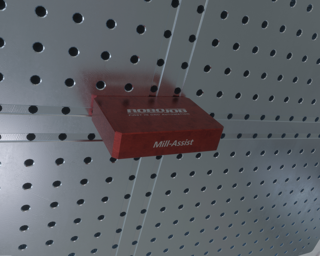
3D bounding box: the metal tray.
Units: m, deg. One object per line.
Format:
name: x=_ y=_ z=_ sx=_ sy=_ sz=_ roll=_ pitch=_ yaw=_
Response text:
metal tray: x=-0.004 y=-0.005 z=0.362 sx=0.131 sy=0.090 sz=0.030 roll=-3 pitch=120 yaw=-27
